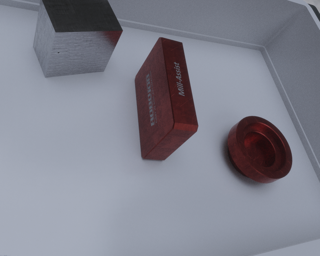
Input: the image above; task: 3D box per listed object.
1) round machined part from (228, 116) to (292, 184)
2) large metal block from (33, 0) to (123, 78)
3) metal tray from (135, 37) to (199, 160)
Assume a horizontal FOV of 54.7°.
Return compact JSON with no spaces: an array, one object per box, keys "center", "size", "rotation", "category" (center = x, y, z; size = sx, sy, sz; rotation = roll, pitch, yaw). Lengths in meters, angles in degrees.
[{"center":[0.139,0.035,0.451],"size":[0.099,0.042,0.098],"rotation":[14,56,-21],"category":"round machined part"},{"center":[-0.104,-0.110,0.383],"size":[0.081,0.080,0.050],"rotation":[-14,69,-34],"category":"large metal block"},{"center":[0.003,-0.035,0.388],"size":[0.030,0.090,0.130],"rotation":[7,59,-25],"category":"metal tray"}]
